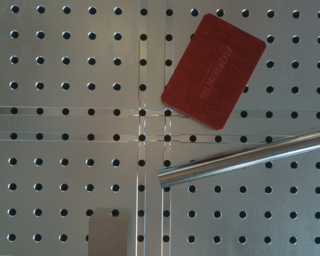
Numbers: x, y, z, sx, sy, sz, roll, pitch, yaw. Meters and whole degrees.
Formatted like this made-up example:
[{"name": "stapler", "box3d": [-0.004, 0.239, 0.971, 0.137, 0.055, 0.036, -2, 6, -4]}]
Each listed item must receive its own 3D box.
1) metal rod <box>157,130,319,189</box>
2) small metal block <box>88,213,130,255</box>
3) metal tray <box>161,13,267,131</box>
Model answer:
[{"name": "metal rod", "box3d": [0.146, 0.033, 0.415, 0.302, 0.025, 0.025, -14, 90, -1]}, {"name": "small metal block", "box3d": [-0.067, 0.142, 0.413, 0.050, 0.025, 0.050, 2, 90, -1]}, {"name": "metal tray", "box3d": [0.069, -0.072, 0.412, 0.090, 0.030, 0.130, 28, 90, -1]}]
